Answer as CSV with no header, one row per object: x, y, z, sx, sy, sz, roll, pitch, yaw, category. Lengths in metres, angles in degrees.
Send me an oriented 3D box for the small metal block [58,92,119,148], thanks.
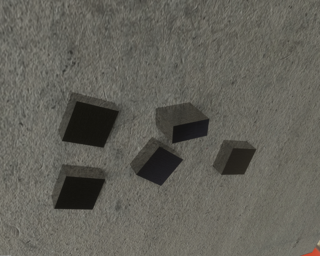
-0.082,-0.008,0.356,0.050,0.025,0.050,13,112,-34,small metal block

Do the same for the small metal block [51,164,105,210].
-0.105,0.076,0.397,0.050,0.025,0.050,11,113,-33,small metal block

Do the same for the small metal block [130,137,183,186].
-0.005,0.048,0.434,0.050,0.025,0.050,32,100,-38,small metal block

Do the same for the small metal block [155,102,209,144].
0.028,-0.008,0.401,0.050,0.050,0.025,-12,124,-22,small metal block

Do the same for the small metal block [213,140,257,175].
0.121,0.048,0.502,0.050,0.025,0.050,5,116,-31,small metal block
